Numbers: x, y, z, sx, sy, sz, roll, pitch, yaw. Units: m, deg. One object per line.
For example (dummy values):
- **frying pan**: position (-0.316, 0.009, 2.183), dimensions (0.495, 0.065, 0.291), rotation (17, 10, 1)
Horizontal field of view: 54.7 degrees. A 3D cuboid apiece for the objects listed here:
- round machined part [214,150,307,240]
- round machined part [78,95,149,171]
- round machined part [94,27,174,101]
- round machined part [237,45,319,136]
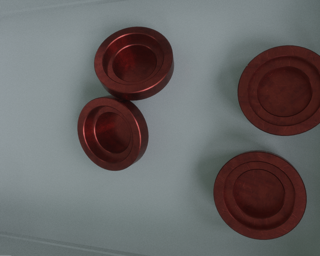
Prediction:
- **round machined part**: position (0.115, 0.074, 0.361), dimensions (0.098, 0.042, 0.097), rotation (0, 90, 20)
- **round machined part**: position (-0.058, 0.004, 0.414), dimensions (0.098, 0.042, 0.097), rotation (7, 106, 25)
- **round machined part**: position (-0.031, -0.078, 0.399), dimensions (0.099, 0.042, 0.098), rotation (-2, 67, 6)
- **round machined part**: position (0.141, -0.040, 0.352), dimensions (0.098, 0.042, 0.097), rotation (0, 90, 20)
